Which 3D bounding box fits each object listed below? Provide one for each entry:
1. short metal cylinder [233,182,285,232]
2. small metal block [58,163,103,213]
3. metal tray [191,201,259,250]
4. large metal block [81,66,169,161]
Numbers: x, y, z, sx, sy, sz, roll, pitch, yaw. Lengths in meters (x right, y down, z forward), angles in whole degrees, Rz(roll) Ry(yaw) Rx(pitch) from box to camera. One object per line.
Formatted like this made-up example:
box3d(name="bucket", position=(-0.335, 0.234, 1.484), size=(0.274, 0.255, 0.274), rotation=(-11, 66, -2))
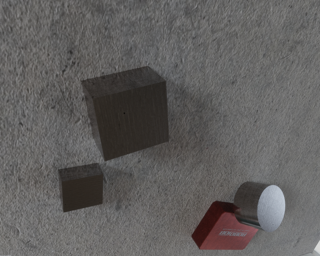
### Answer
box3d(name="short metal cylinder", position=(0.177, 0.138, 0.551), size=(0.081, 0.050, 0.080), rotation=(1, 89, -36))
box3d(name="small metal block", position=(-0.102, 0.076, 0.399), size=(0.050, 0.025, 0.050), rotation=(-7, 122, -25))
box3d(name="metal tray", position=(0.134, 0.190, 0.594), size=(0.131, 0.030, 0.089), rotation=(16, 110, -35))
box3d(name="large metal block", position=(-0.038, -0.018, 0.358), size=(0.081, 0.050, 0.079), rotation=(-17, 125, -19))
